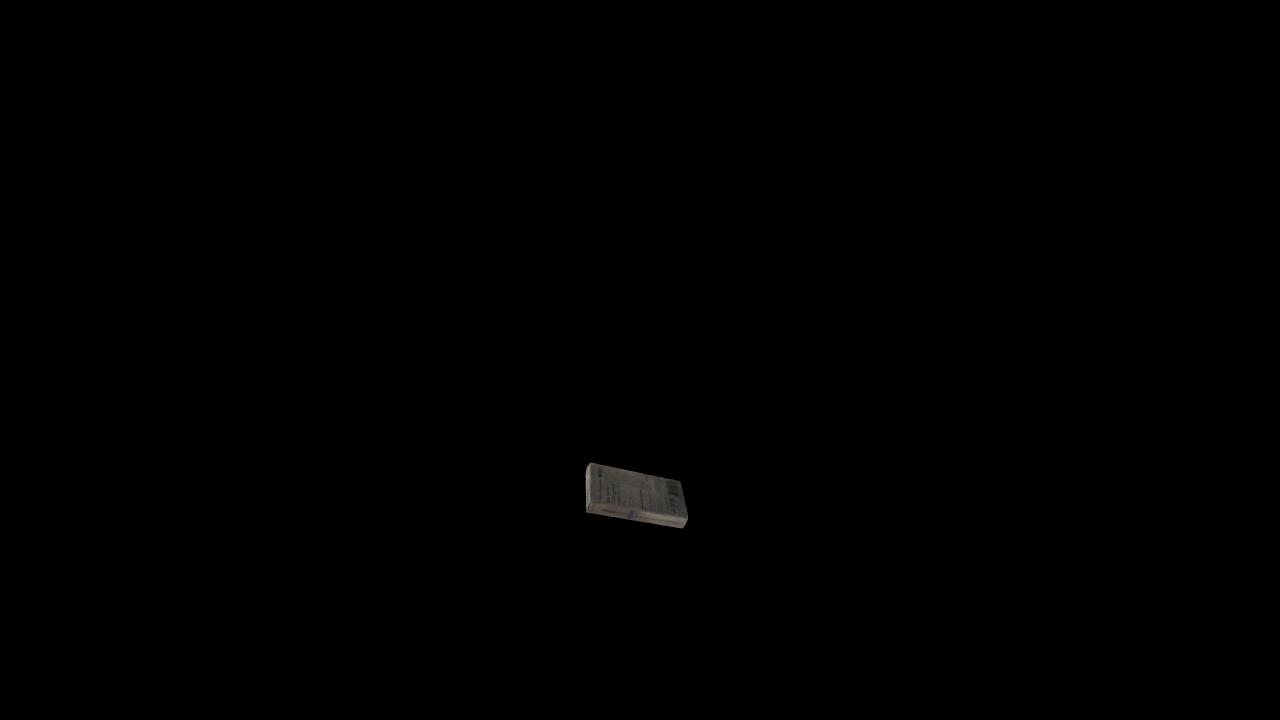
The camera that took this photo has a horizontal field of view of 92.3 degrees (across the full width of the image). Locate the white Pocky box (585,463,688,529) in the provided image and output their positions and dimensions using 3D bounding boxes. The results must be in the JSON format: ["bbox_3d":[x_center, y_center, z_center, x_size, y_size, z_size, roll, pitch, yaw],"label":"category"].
[{"bbox_3d":[-0.006,0.206,0.934,0.154,0.028,0.084,14,31,-15],"label":"white Pocky box"}]
